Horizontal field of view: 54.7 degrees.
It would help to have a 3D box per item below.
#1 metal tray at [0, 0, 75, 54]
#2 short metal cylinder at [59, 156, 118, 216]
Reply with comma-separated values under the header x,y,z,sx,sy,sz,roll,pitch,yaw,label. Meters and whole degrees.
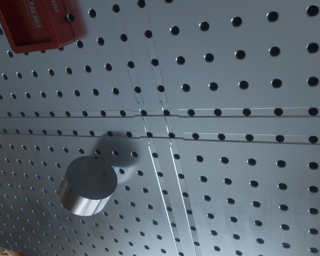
x,y,z,sx,sy,sz,roll,pitch,yaw,label
-0.172,-0.166,0.396,0.090,0.030,0.129,1,119,27,metal tray
-0.114,0.091,0.492,0.080,0.080,0.050,36,129,4,short metal cylinder
